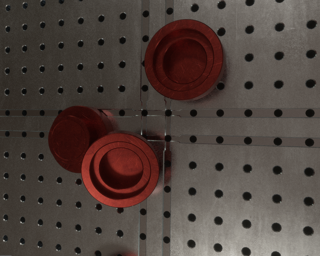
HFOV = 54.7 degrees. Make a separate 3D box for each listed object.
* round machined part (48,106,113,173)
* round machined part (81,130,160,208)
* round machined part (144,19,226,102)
[{"bbox_3d":[-0.119,0.016,0.444,0.098,0.042,0.097,0,90,19],"label":"round machined part"},{"bbox_3d":[-0.050,0.051,0.409,0.099,0.042,0.097,0,99,-1],"label":"round machined part"},{"bbox_3d":[0.034,-0.082,0.391,0.098,0.042,0.097,0,90,19],"label":"round machined part"}]
